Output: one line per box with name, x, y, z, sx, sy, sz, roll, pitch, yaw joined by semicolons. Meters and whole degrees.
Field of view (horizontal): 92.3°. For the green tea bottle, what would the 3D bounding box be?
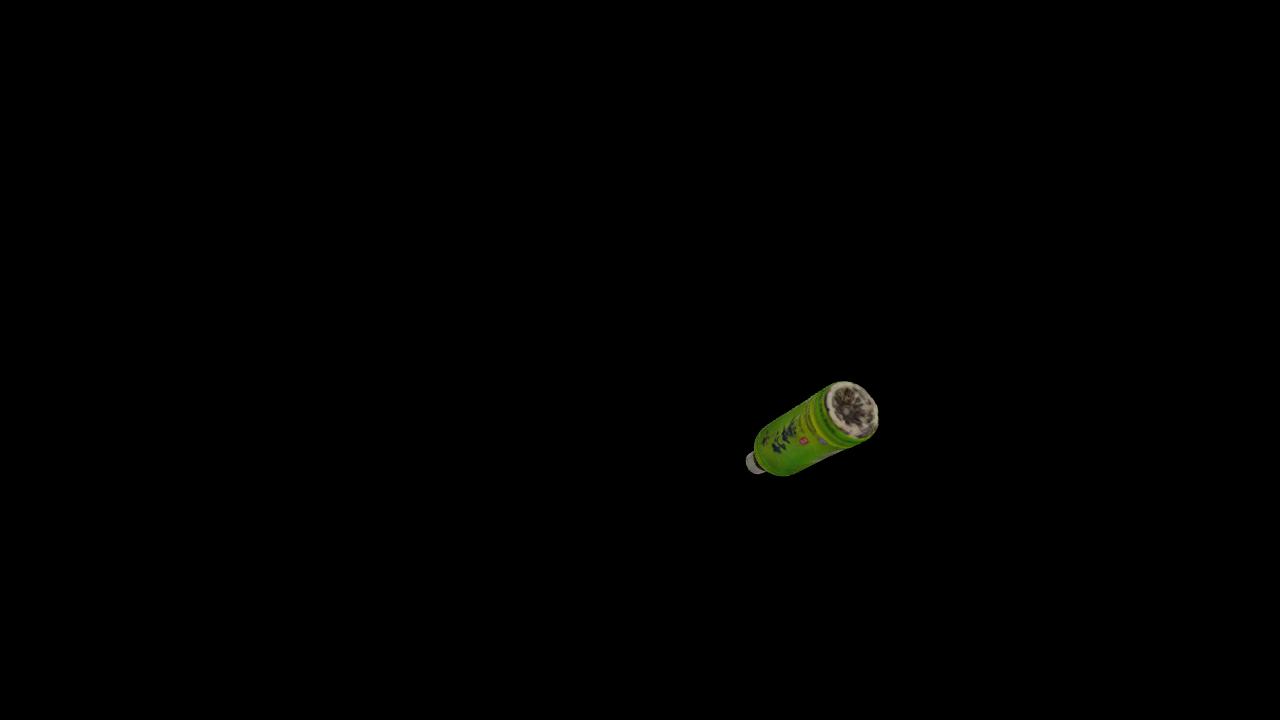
green tea bottle;0.189;0.095;0.730;0.073;0.073;0.212;0;-27;-22
